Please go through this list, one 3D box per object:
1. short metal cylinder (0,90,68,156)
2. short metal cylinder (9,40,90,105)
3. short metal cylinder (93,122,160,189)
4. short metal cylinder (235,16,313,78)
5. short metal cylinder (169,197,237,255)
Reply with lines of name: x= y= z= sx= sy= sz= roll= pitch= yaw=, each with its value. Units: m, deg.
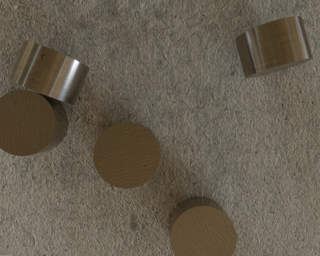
short metal cylinder: x=-0.165 y=-0.006 z=0.396 sx=0.081 sy=0.050 sz=0.080 roll=0 pitch=90 yaw=0
short metal cylinder: x=-0.134 y=-0.066 z=0.381 sx=0.080 sy=0.080 sz=0.050 roll=22 pitch=90 yaw=0
short metal cylinder: x=-0.040 y=0.033 z=0.397 sx=0.081 sy=0.050 sz=0.080 roll=0 pitch=90 yaw=0
short metal cylinder: x=0.139 y=-0.097 z=0.383 sx=0.080 sy=0.080 sz=0.050 roll=-15 pitch=90 yaw=0
short metal cylinder: x=0.052 y=0.133 z=0.398 sx=0.081 sy=0.050 sz=0.080 roll=0 pitch=90 yaw=0
